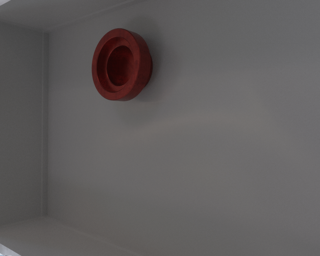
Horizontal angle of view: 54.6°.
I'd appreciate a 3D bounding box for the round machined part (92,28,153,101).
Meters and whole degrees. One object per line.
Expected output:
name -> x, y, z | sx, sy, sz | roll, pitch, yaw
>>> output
round machined part -> -0.049, -0.086, 0.437 | 0.098, 0.042, 0.097 | 0, 90, 40
